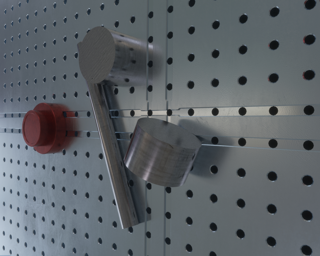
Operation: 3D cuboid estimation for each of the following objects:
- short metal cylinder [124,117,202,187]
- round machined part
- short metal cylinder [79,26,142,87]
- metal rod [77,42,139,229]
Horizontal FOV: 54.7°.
[{"bbox_3d":[0.003,0.027,0.371,0.080,0.081,0.050,33,111,35],"label":"short metal cylinder"},{"bbox_3d":[-0.223,0.001,0.583,0.098,0.042,0.097,0,90,40],"label":"round machined part"},{"bbox_3d":[-0.074,-0.102,0.454,0.080,0.050,0.080,0,90,40],"label":"short metal cylinder"},{"bbox_3d":[-0.083,0.002,0.478,0.025,0.025,0.299,-27,73,37],"label":"metal rod"}]
